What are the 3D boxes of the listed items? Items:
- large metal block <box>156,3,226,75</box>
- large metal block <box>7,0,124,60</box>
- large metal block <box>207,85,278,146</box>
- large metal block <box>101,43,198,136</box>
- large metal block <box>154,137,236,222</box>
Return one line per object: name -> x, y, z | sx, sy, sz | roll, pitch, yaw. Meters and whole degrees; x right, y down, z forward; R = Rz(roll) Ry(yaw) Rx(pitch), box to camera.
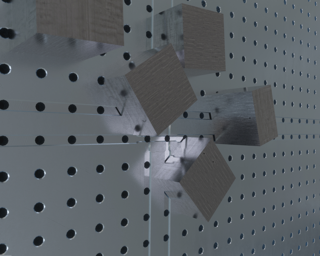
large metal block -> 0.044, -0.117, 0.428 | 0.081, 0.050, 0.080 | -5, 93, -40
large metal block -> -0.091, -0.101, 0.296 | 0.081, 0.080, 0.050 | -3, 92, -40
large metal block -> 0.127, -0.019, 0.478 | 0.050, 0.080, 0.080 | -20, 103, -38
large metal block -> -0.010, -0.046, 0.383 | 0.080, 0.050, 0.080 | -42, 116, -32
large metal block -> 0.051, 0.070, 0.435 | 0.080, 0.050, 0.080 | -49, 119, -29
